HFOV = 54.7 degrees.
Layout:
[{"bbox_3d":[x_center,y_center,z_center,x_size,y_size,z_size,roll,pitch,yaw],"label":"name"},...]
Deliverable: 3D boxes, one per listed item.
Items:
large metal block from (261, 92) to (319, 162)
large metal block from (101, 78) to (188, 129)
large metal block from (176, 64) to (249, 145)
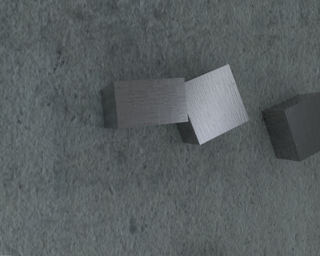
[{"bbox_3d":[0.215,-0.003,0.477,0.081,0.050,0.080,-23,98,-19],"label":"large metal block"},{"bbox_3d":[-0.022,-0.028,0.372,0.081,0.080,0.050,-6,93,-20],"label":"large metal block"},{"bbox_3d":[0.061,-0.031,0.420,0.081,0.050,0.080,-25,99,-19],"label":"large metal block"}]
